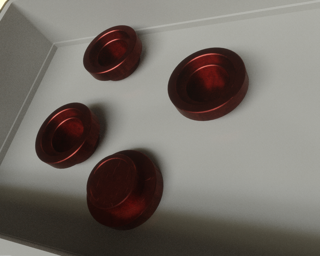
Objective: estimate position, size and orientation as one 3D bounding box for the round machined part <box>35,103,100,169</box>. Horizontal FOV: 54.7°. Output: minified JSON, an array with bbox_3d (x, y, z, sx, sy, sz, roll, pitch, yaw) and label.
[{"bbox_3d":[-0.129,0.015,0.454,0.098,0.042,0.098,-13,56,21],"label":"round machined part"}]

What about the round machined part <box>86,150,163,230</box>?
[{"bbox_3d":[-0.049,0.070,0.378,0.098,0.042,0.098,-13,56,21],"label":"round machined part"}]

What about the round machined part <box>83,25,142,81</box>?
[{"bbox_3d":[-0.072,-0.116,0.504,0.098,0.042,0.098,-13,56,21],"label":"round machined part"}]

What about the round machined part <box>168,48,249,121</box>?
[{"bbox_3d":[0.063,-0.051,0.393,0.098,0.042,0.098,-13,56,21],"label":"round machined part"}]
